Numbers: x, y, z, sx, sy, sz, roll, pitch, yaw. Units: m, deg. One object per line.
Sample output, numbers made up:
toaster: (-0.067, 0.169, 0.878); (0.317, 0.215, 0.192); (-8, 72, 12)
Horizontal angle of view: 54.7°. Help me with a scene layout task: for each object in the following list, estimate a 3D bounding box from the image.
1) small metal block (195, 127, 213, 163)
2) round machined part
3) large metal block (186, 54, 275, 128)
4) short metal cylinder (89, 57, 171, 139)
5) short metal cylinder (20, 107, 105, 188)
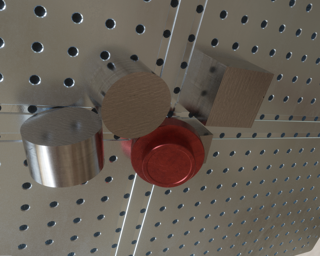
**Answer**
small metal block: (0.045, 0.027, 0.453); (0.050, 0.025, 0.050); (-5, 121, -26)
round machined part: (0.011, 0.040, 0.409); (0.099, 0.042, 0.097); (-2, 118, -3)
large metal block: (0.092, -0.048, 0.416); (0.081, 0.050, 0.079); (2, 117, -30)
short metal cylinder: (-0.035, -0.035, 0.355); (0.081, 0.050, 0.079); (-14, 124, -21)
short metal cylinder: (-0.101, 0.018, 0.331); (0.081, 0.080, 0.050); (-12, 123, -22)
